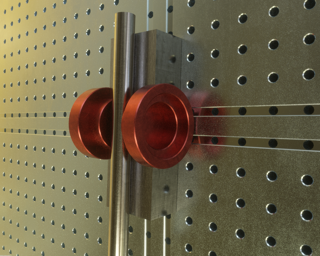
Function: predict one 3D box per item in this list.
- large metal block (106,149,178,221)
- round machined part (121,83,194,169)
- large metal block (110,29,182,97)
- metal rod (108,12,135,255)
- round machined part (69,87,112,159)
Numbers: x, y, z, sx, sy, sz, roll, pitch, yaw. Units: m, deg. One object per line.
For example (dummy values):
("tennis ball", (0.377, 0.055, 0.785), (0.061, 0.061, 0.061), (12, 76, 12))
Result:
("large metal block", (-0.024, 0.069, 0.413), (0.080, 0.050, 0.079), (4, 93, 40))
("round machined part", (-0.007, -0.003, 0.367), (0.042, 0.099, 0.097), (3, 92, 45))
("large metal block", (-0.020, -0.078, 0.409), (0.080, 0.050, 0.079), (3, 92, 40))
("metal rod", (-0.048, 0.011, 0.383), (0.025, 0.025, 0.298), (3, 92, 40))
("round machined part", (-0.068, -0.006, 0.417), (0.042, 0.099, 0.097), (3, 92, 40))
